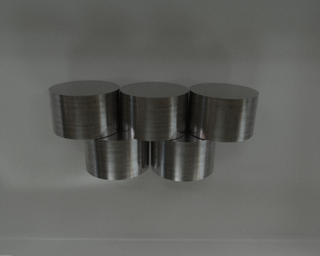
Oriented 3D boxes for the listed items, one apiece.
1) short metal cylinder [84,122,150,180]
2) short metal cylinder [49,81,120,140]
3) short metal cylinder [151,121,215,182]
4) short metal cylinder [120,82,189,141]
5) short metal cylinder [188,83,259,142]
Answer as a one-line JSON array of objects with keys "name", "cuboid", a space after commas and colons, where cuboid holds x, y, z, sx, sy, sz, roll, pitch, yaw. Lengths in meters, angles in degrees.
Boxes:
[{"name": "short metal cylinder", "cuboid": [-0.053, 0.023, 0.388, 0.081, 0.080, 0.050, 1, 110, -1]}, {"name": "short metal cylinder", "cuboid": [-0.088, -0.024, 0.370, 0.081, 0.080, 0.050, 1, 110, -1]}, {"name": "short metal cylinder", "cuboid": [0.029, 0.025, 0.390, 0.081, 0.080, 0.050, 1, 110, -1]}, {"name": "short metal cylinder", "cuboid": [-0.007, -0.022, 0.372, 0.081, 0.080, 0.050, 1, 110, -1]}, {"name": "short metal cylinder", "cuboid": [0.074, -0.021, 0.373, 0.081, 0.080, 0.050, 2, 110, -1]}]
